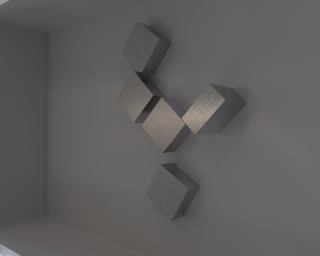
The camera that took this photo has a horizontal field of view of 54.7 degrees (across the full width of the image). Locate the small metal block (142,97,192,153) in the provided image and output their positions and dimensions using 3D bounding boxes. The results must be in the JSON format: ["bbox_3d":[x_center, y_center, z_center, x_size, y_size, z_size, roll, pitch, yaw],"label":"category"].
[{"bbox_3d":[0.011,-0.004,0.398,0.050,0.025,0.050,51,120,27],"label":"small metal block"}]

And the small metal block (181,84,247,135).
[{"bbox_3d":[0.060,-0.019,0.341,0.050,0.050,0.025,-52,60,27],"label":"small metal block"}]

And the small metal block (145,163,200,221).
[{"bbox_3d":[0.015,0.080,0.394,0.050,0.025,0.050,38,113,33],"label":"small metal block"}]

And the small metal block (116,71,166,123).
[{"bbox_3d":[-0.028,-0.042,0.430,0.050,0.025,0.050,-52,60,27],"label":"small metal block"}]

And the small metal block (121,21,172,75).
[{"bbox_3d":[-0.019,-0.109,0.423,0.050,0.025,0.050,45,117,30],"label":"small metal block"}]
